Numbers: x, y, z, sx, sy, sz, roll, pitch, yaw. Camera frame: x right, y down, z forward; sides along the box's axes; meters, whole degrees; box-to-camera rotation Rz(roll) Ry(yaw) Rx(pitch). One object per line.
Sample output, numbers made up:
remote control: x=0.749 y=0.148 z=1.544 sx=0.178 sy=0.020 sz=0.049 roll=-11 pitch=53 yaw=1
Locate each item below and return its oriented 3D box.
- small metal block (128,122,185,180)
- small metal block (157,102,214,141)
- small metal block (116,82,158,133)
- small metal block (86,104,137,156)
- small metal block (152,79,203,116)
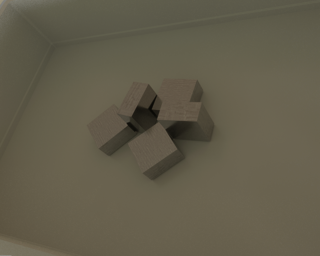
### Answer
small metal block: x=-0.005 y=0.028 z=0.387 sx=0.050 sy=0.025 sz=0.050 roll=-35 pitch=52 yaw=4
small metal block: x=0.032 y=-0.008 z=0.374 sx=0.050 sy=0.050 sz=0.025 roll=3 pitch=64 yaw=29
small metal block: x=-0.025 y=-0.026 z=0.414 sx=0.025 sy=0.050 sz=0.050 roll=13 pitch=69 yaw=33
small metal block: x=-0.069 y=0.002 z=0.436 sx=0.050 sy=0.025 sz=0.050 roll=-38 pitch=51 yaw=2
small metal block: x=0.024 y=-0.038 z=0.413 sx=0.050 sy=0.025 sz=0.050 roll=7 pitch=65 yaw=30
